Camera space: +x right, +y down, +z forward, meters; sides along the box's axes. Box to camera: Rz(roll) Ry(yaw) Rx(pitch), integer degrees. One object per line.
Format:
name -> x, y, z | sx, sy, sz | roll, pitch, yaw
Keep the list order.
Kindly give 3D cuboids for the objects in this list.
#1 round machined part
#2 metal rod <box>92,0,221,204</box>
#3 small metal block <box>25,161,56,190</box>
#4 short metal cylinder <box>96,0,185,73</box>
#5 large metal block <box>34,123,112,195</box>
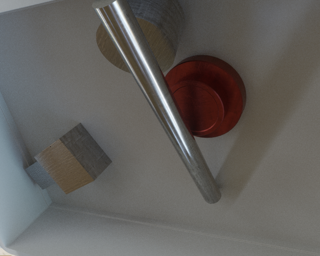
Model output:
round machined part -> 0.045, -0.030, 0.355 | 0.098, 0.042, 0.097 | 13, 124, 20
metal rod -> 0.017, 0.000, 0.327 | 0.025, 0.025, 0.299 | -1, 141, 28
small metal block -> -0.210, 0.080, 0.566 | 0.050, 0.025, 0.050 | -28, 104, 37
short metal cylinder -> -0.019, -0.099, 0.319 | 0.080, 0.050, 0.080 | 11, 150, 7
large metal block -> -0.138, 0.050, 0.494 | 0.080, 0.050, 0.080 | -29, 103, 37
